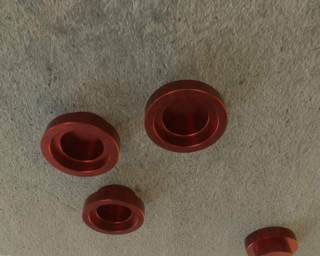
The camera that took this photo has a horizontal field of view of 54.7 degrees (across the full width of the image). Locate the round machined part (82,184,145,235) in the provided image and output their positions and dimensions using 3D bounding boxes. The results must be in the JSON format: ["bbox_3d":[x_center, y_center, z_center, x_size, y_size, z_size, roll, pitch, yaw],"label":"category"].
[{"bbox_3d":[-0.074,0.130,0.505,0.099,0.042,0.097,0,130,0],"label":"round machined part"}]

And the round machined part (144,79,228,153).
[{"bbox_3d":[0.030,-0.018,0.381,0.099,0.042,0.097,0,130,0],"label":"round machined part"}]

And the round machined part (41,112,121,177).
[{"bbox_3d":[-0.101,0.017,0.410,0.099,0.042,0.097,0,130,0],"label":"round machined part"}]

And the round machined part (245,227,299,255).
[{"bbox_3d":[0.217,0.236,0.599,0.099,0.042,0.097,0,130,0],"label":"round machined part"}]
